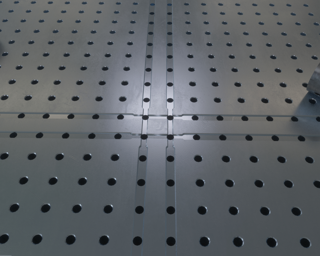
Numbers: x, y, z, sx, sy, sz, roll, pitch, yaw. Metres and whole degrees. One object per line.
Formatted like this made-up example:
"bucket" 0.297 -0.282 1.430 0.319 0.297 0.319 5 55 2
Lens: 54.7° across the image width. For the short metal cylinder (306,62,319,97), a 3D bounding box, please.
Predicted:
"short metal cylinder" 0.254 -0.076 0.437 0.050 0.080 0.080 37 59 27
